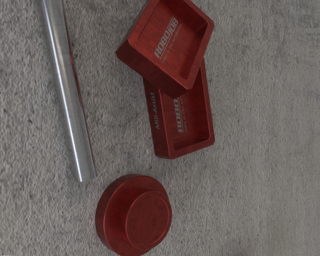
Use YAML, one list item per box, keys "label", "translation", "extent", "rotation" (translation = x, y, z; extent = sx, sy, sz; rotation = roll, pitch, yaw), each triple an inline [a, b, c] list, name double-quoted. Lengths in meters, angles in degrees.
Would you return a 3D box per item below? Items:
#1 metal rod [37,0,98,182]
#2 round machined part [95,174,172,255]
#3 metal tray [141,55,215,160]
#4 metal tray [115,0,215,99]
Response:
- label: "metal rod"
  translation: [-0.105, -0.091, 0.316]
  extent: [0.025, 0.025, 0.298]
  rotation: [-16, 100, -39]
- label: "round machined part"
  translation: [-0.024, 0.107, 0.374]
  extent: [0.099, 0.042, 0.097]
  rotation: [0, 90, -40]
- label: "metal tray"
  translation: [0.028, -0.031, 0.424]
  extent: [0.091, 0.030, 0.129]
  rotation: [-15, 100, -39]
- label: "metal tray"
  translation: [0.012, -0.111, 0.379]
  extent: [0.090, 0.030, 0.130]
  rotation: [35, 55, -20]
